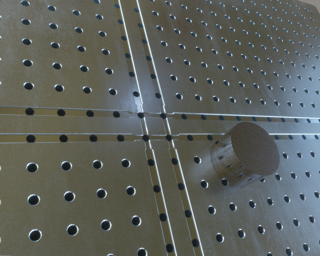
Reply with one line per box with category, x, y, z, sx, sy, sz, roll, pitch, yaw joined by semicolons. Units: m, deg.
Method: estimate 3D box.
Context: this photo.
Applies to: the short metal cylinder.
short metal cylinder;0.118;0.038;0.435;0.081;0.050;0.080;14;56;-21
